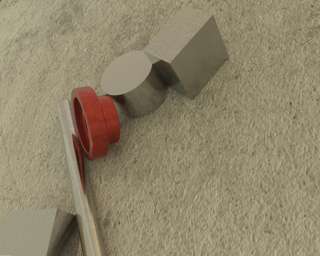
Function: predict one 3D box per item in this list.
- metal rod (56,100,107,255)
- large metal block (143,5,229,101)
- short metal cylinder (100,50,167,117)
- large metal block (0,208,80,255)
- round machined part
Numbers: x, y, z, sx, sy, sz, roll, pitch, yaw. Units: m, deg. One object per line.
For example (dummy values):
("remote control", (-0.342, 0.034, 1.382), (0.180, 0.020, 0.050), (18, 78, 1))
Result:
("metal rod", (-0.107, 0.071, 0.414), (0.025, 0.025, 0.300), (-31, 52, 8))
("large metal block", (0.037, -0.097, 0.407), (0.050, 0.080, 0.080), (35, 81, 38))
("short metal cylinder", (-0.036, -0.063, 0.440), (0.080, 0.050, 0.080), (-15, 52, 19))
("large metal block", (-0.148, 0.145, 0.374), (0.080, 0.050, 0.080), (-9, 58, 23))
("round machined part", (-0.085, -0.008, 0.418), (0.042, 0.097, 0.098), (-14, 47, -24))
